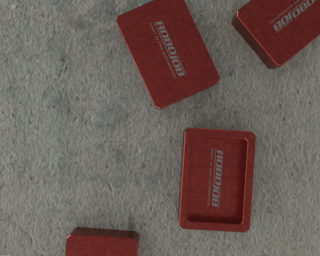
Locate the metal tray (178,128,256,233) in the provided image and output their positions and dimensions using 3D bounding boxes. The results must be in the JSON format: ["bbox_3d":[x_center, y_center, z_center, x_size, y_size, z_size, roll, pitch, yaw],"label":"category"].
[{"bbox_3d":[0.073,0.066,0.408,0.091,0.030,0.129,4,90,-1],"label":"metal tray"}]

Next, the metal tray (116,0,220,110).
[{"bbox_3d":[0.010,-0.100,0.408,0.090,0.030,0.129,-25,90,-1],"label":"metal tray"}]

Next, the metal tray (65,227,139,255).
[{"bbox_3d":[-0.078,0.202,0.407,0.091,0.030,0.129,4,90,-1],"label":"metal tray"}]

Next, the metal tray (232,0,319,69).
[{"bbox_3d":[0.174,-0.152,0.410,0.130,0.030,0.090,-39,91,-1],"label":"metal tray"}]
